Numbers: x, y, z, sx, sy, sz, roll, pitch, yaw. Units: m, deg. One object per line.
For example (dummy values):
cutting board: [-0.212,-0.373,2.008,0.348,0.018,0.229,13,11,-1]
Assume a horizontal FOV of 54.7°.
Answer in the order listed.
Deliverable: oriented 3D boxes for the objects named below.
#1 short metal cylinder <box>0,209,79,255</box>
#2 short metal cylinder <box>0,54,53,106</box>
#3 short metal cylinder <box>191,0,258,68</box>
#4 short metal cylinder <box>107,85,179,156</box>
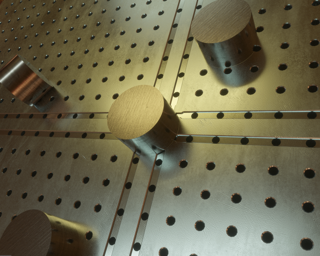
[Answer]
short metal cylinder: [-0.148,0.146,0.378,0.080,0.050,0.080,-13,56,20]
short metal cylinder: [-0.238,-0.084,0.546,0.050,0.080,0.080,-45,51,-3]
short metal cylinder: [0.089,-0.130,0.425,0.080,0.050,0.080,-13,56,21]
short metal cylinder: [-0.021,-0.010,0.408,0.080,0.050,0.080,-13,57,21]
